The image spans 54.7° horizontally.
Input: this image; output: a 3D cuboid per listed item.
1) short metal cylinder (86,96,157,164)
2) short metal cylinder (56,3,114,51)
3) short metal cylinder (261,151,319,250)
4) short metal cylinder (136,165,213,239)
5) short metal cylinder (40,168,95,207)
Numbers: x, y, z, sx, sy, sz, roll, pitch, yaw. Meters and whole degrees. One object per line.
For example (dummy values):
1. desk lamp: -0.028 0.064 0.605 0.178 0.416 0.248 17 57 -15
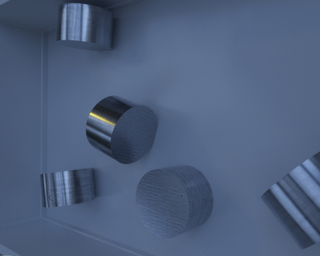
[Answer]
1. short metal cylinder: -0.050 0.002 0.412 0.050 0.081 0.079 23 104 38
2. short metal cylinder: -0.111 -0.148 0.463 0.080 0.081 0.050 9 96 39
3. short metal cylinder: 0.134 0.057 0.260 0.080 0.081 0.050 -49 61 29
4. short metal cylinder: 0.017 0.087 0.377 0.080 0.050 0.080 0 90 40
5. short metal cylinder: -0.146 0.093 0.492 0.080 0.081 0.050 -12 83 39
